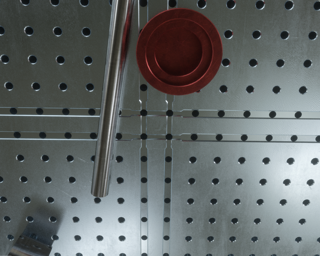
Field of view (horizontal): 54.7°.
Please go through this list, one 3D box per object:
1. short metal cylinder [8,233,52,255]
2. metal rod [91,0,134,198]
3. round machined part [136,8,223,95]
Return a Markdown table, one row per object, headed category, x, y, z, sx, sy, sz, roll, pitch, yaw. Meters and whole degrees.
| category | x | y | z | sx | sy | sz | roll | pitch | yaw |
| --- | --- | --- | --- | --- | --- | --- | --- | --- | --- |
| short metal cylinder | -0.203 | 0.204 | 0.458 | 0.050 | 0.080 | 0.080 | 30 | 107 | -10 |
| metal rod | -0.061 | -0.045 | 0.396 | 0.025 | 0.025 | 0.298 | 9 | 110 | -4 |
| round machined part | 0.022 | -0.091 | 0.371 | 0.099 | 0.042 | 0.097 | 0 | 110 | 0 |
